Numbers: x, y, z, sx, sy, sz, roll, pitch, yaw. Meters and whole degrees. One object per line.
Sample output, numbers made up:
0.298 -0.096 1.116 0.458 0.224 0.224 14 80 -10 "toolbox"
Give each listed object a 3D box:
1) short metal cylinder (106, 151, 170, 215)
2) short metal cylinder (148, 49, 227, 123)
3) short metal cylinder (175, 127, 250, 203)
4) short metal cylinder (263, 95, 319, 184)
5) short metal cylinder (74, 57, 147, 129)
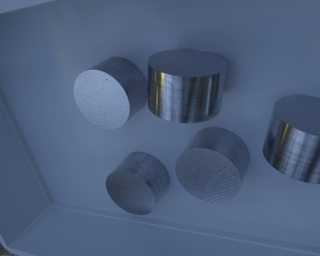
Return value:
-0.032 0.082 0.460 0.080 0.050 0.079 13 124 21 "short metal cylinder"
0.027 -0.047 0.330 0.080 0.080 0.050 15 124 20 "short metal cylinder"
0.066 0.046 0.386 0.080 0.050 0.079 13 124 21 "short metal cylinder"
0.146 0.009 0.301 0.080 0.080 0.050 15 125 19 "short metal cylinder"
-0.062 -0.045 0.397 0.080 0.050 0.079 13 124 21 "short metal cylinder"
